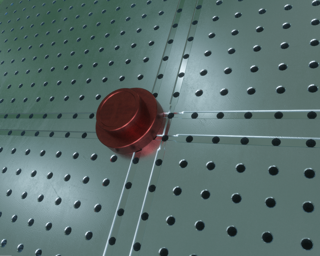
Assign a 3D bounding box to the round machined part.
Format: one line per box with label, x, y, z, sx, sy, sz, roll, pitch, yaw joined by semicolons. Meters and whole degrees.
round machined part;-0.049;-0.017;0.432;0.098;0.042;0.098;-13;56;20
